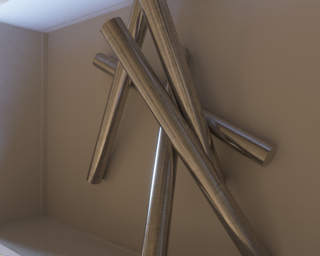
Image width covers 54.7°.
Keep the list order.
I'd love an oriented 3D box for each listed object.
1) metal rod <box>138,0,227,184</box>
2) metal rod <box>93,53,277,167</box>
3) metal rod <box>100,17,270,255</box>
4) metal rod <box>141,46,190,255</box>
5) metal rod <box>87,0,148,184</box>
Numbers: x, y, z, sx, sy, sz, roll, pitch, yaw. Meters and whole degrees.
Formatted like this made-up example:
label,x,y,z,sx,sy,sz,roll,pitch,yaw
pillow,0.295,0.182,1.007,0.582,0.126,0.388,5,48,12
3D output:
label,x,y,z,sx,sy,sz,roll,pitch,yaw
metal rod,0.013,-0.068,0.313,0.025,0.025,0.299,-6,112,40
metal rod,0.008,-0.038,0.399,0.300,0.025,0.025,33,111,35
metal rod,0.029,0.021,0.317,0.025,0.025,0.299,-32,91,35
metal rod,0.006,0.040,0.328,0.025,0.025,0.299,-13,58,39
metal rod,-0.058,-0.042,0.426,0.025,0.025,0.298,40,123,33
